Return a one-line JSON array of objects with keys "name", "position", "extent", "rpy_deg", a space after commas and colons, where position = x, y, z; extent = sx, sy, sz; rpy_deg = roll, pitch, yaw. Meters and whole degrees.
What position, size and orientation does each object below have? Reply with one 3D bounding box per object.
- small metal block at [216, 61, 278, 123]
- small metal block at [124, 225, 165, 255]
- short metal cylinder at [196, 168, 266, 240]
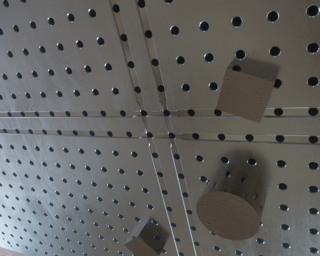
[{"name": "small metal block", "position": [0.094, -0.039, 0.337], "extent": [0.050, 0.025, 0.050], "rpy_deg": [20, 126, 16]}, {"name": "small metal block", "position": [-0.028, 0.209, 0.556], "extent": [0.050, 0.025, 0.050], "rpy_deg": [44, 129, -3]}, {"name": "short metal cylinder", "position": [0.094, 0.099, 0.407], "extent": [0.080, 0.050, 0.079], "rpy_deg": [13, 124, 21]}]
